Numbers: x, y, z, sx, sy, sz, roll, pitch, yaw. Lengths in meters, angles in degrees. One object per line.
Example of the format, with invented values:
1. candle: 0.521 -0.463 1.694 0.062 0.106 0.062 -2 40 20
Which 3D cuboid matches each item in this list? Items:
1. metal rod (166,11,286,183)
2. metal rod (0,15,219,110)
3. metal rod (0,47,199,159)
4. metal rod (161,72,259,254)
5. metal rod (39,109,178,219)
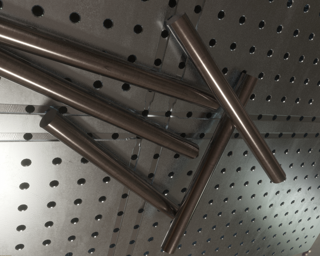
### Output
1. metal rod: 0.102 -0.023 0.419 0.025 0.025 0.300 -41 119 -1
2. metal rod: -0.045 -0.065 0.347 0.302 0.025 0.025 13 112 -34
3. metal rod: -0.059 -0.018 0.369 0.301 0.025 0.025 26 104 -38
4. metal rod: 0.071 0.060 0.469 0.025 0.025 0.298 15 104 -35
5. metal rod: -0.042 0.072 0.434 0.025 0.025 0.300 -43 130 1
